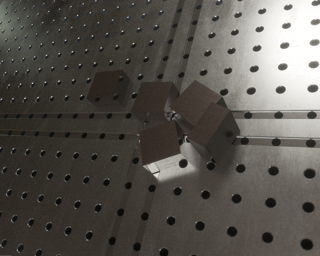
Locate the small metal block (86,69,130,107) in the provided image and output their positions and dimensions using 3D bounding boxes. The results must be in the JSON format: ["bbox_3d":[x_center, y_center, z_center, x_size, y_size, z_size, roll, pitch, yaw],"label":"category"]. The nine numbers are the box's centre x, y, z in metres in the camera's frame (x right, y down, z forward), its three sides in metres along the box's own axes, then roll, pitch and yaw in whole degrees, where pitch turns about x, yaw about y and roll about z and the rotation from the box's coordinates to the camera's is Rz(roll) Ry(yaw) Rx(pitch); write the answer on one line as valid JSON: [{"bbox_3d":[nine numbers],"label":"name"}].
[{"bbox_3d":[-0.081,-0.062,0.487,0.050,0.025,0.050,-1,61,27],"label":"small metal block"}]

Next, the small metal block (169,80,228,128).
[{"bbox_3d":[0.049,-0.027,0.398,0.050,0.025,0.050,-46,51,-4],"label":"small metal block"}]

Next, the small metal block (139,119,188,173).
[{"bbox_3d":[0.004,0.023,0.391,0.050,0.025,0.050,-20,54,16],"label":"small metal block"}]

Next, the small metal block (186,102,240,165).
[{"bbox_3d":[0.063,0.007,0.354,0.025,0.050,0.050,27,77,37],"label":"small metal block"}]

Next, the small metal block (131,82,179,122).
[{"bbox_3d":[-0.006,-0.037,0.433,0.050,0.025,0.050,4,63,29],"label":"small metal block"}]
